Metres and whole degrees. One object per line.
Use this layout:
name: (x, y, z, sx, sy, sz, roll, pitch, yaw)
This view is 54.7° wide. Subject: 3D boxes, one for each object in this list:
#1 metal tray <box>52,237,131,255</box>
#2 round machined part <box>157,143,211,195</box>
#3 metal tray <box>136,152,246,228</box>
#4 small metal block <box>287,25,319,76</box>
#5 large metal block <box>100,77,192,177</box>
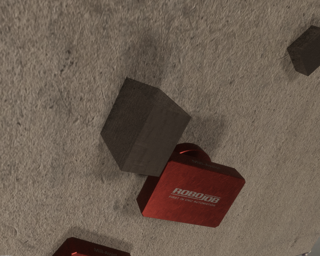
metal tray: (-0.113, 0.226, 0.483, 0.090, 0.030, 0.130, -49, 129, 6)
round machined part: (0.037, 0.074, 0.464, 0.099, 0.042, 0.097, -14, 124, -21)
metal tray: (0.044, 0.088, 0.434, 0.131, 0.030, 0.089, 17, 109, -26)
small metal block: (0.224, -0.114, 0.461, 0.050, 0.025, 0.050, -43, 130, 1)
large metal block: (-0.020, -0.002, 0.360, 0.050, 0.080, 0.080, 15, 110, -35)
